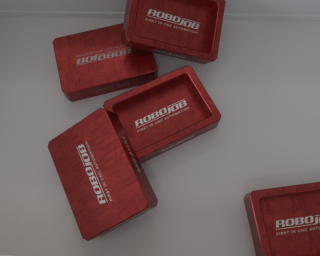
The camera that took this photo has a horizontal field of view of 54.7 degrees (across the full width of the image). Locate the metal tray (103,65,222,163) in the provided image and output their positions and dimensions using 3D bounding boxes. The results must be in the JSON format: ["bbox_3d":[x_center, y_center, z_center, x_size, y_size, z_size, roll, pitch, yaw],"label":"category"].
[{"bbox_3d":[0.003,-0.018,0.413,0.131,0.030,0.090,-25,72,-9],"label":"metal tray"}]

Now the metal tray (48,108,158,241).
[{"bbox_3d":[-0.071,0.053,0.369,0.090,0.030,0.130,-32,72,13],"label":"metal tray"}]

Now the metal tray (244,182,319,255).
[{"bbox_3d":[0.175,0.113,0.366,0.131,0.030,0.090,-7,70,-3],"label":"metal tray"}]

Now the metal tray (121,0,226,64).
[{"bbox_3d":[0.020,-0.145,0.420,0.131,0.030,0.089,8,91,-20],"label":"metal tray"}]

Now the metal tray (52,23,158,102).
[{"bbox_3d":[-0.077,-0.097,0.442,0.131,0.030,0.090,-15,71,-6],"label":"metal tray"}]
